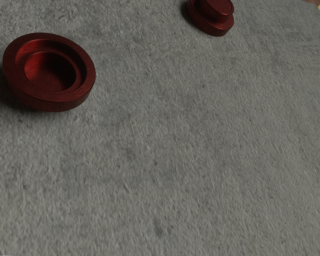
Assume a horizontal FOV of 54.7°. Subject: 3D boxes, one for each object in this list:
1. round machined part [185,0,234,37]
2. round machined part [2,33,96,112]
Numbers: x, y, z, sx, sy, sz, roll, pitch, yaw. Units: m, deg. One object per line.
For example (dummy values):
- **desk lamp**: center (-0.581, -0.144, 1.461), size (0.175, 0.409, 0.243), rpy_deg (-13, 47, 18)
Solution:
- **round machined part**: center (0.101, -0.225, 0.587), size (0.099, 0.042, 0.098), rpy_deg (14, 56, -21)
- **round machined part**: center (-0.129, -0.060, 0.361), size (0.099, 0.042, 0.098), rpy_deg (14, 56, -21)
